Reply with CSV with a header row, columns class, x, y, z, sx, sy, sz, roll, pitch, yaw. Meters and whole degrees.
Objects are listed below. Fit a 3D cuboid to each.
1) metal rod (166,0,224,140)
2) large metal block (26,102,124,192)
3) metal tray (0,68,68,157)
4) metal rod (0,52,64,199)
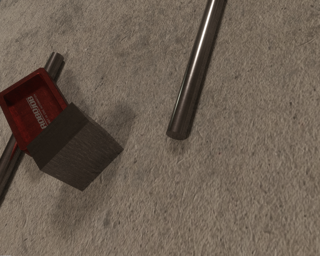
class,x,y,z,sx,sy,sz,roll,pitch,yaw
metal rod,0.062,-0.121,0.444,0.025,0.025,0.300,4,63,30
large metal block,-0.109,0.027,0.408,0.080,0.080,0.050,-46,51,-4
metal tray,-0.196,-0.028,0.495,0.090,0.030,0.130,-35,61,-7
metal rod,-0.228,-0.004,0.523,0.025,0.025,0.300,0,62,28
